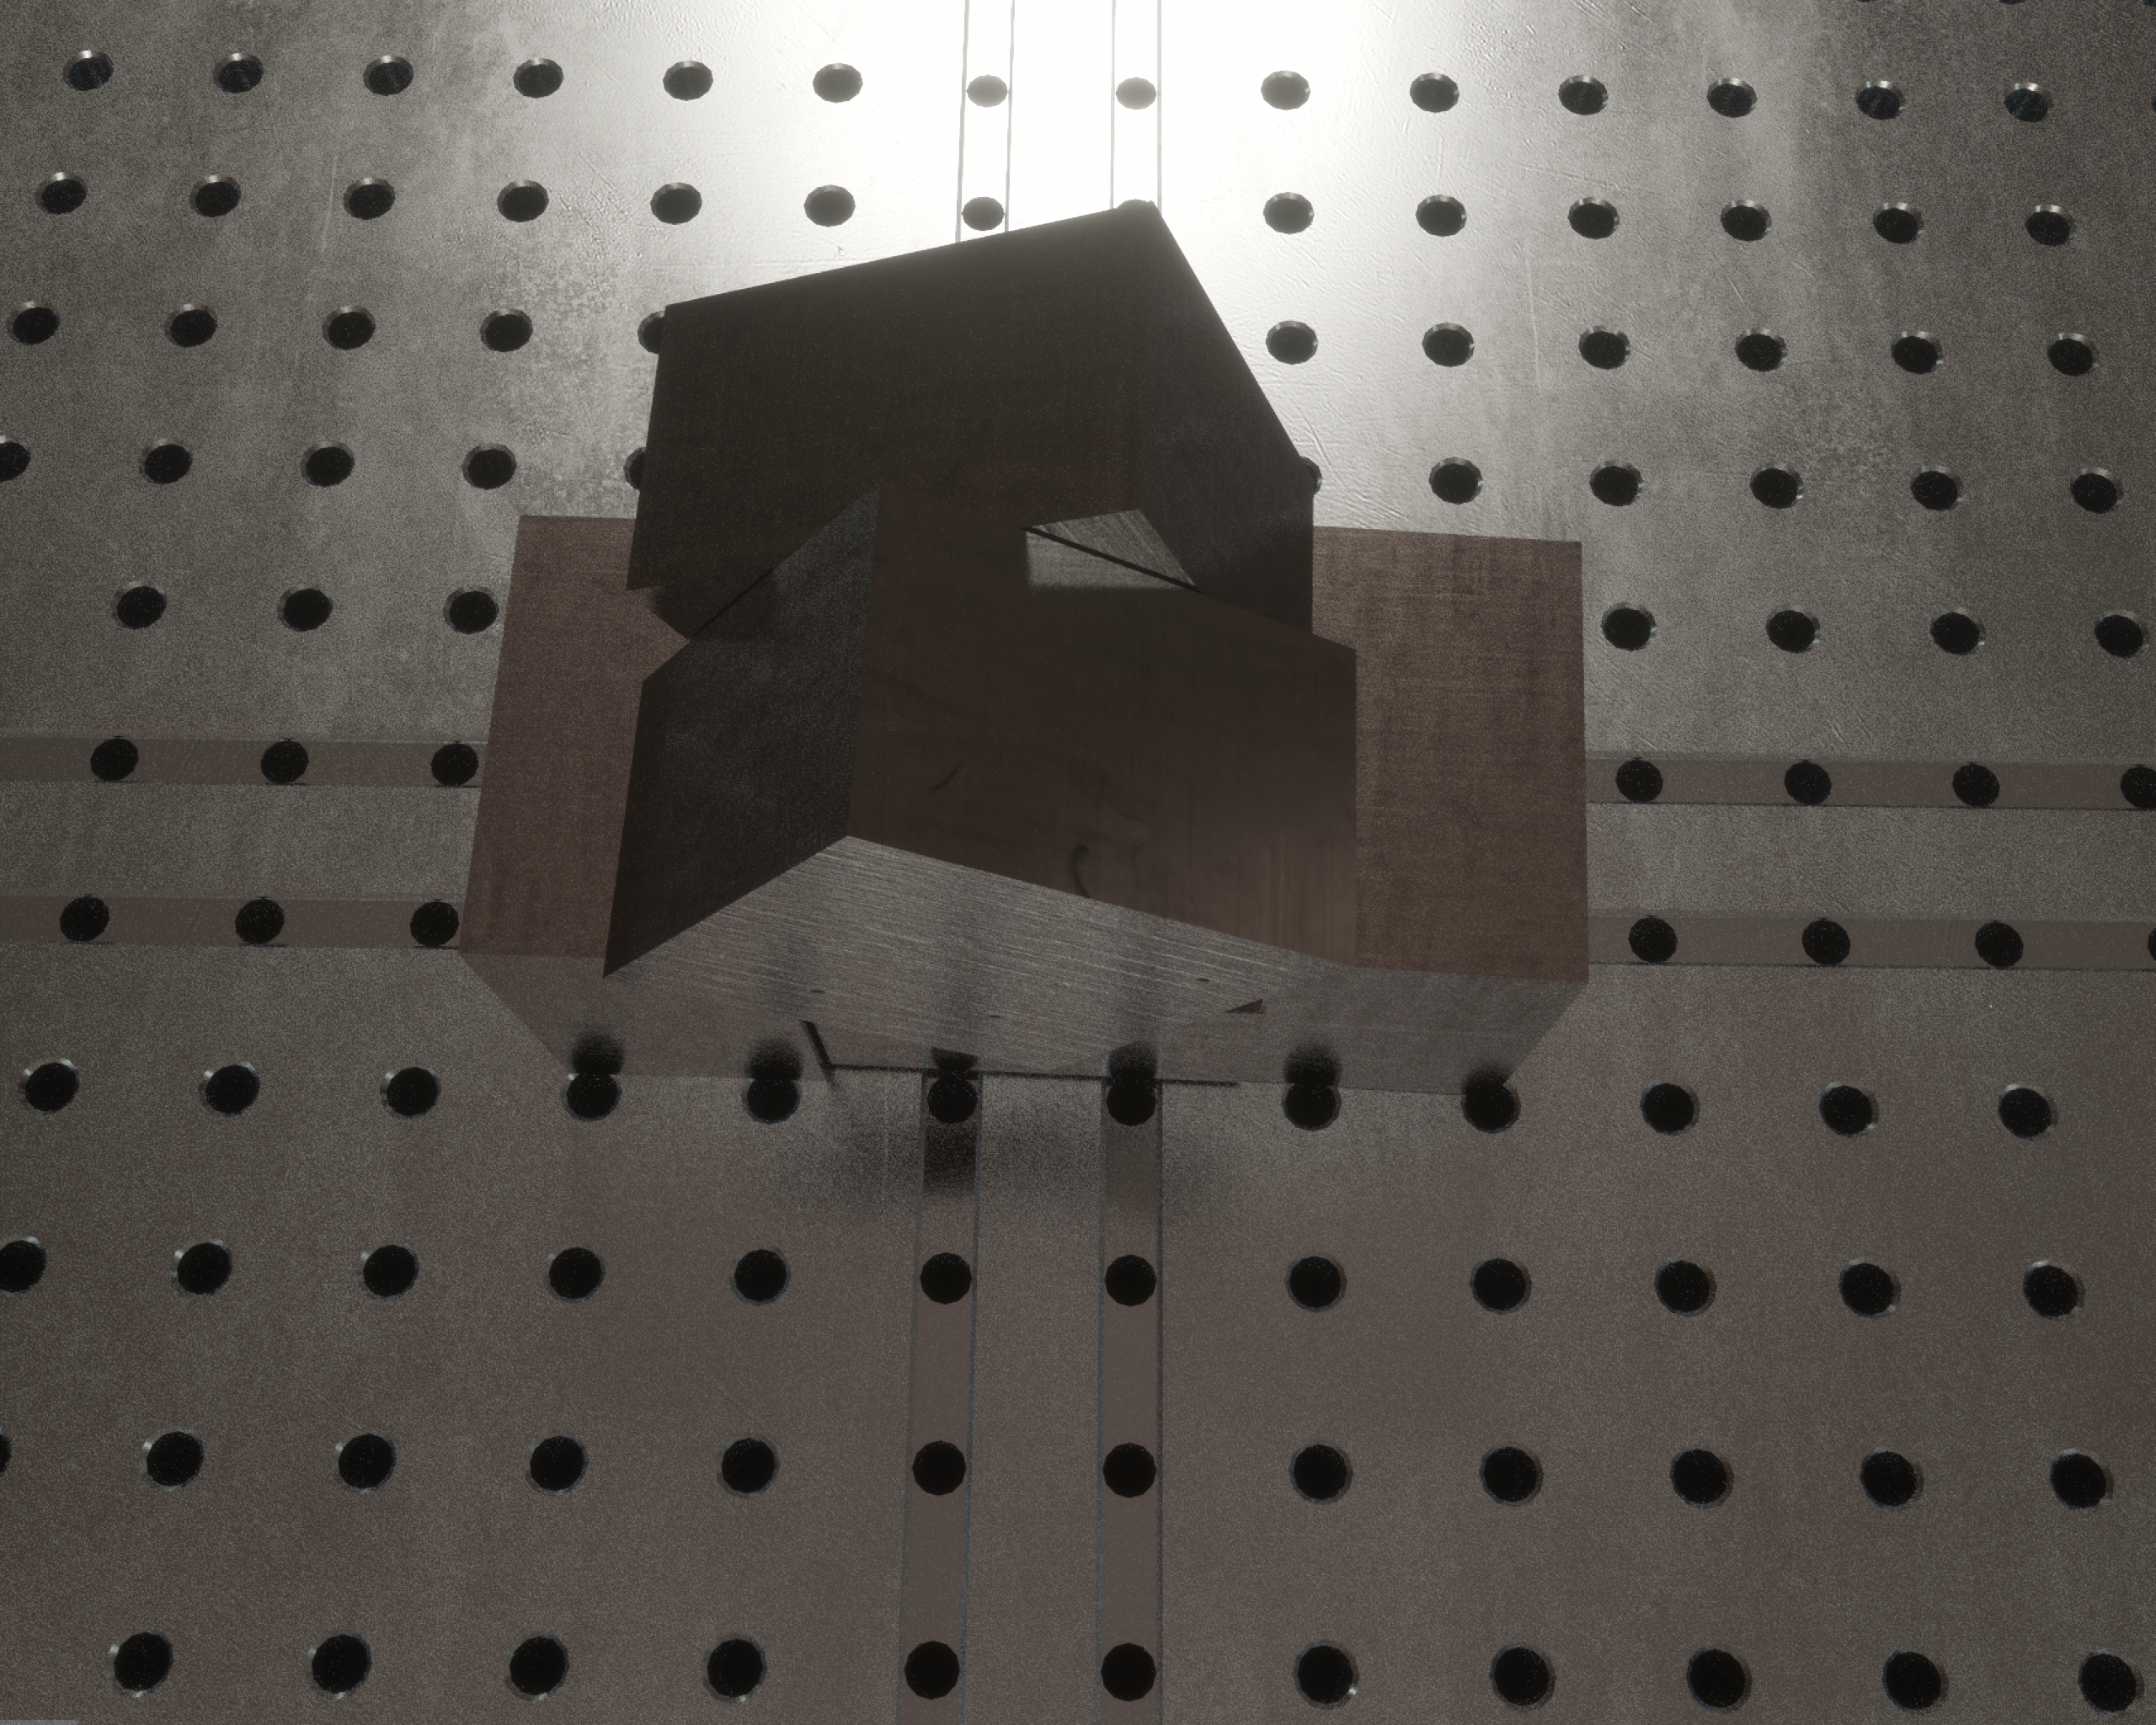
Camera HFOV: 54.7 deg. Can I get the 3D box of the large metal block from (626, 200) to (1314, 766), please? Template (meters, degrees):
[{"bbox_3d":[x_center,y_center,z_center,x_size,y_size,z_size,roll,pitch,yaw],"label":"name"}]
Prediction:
[{"bbox_3d":[-0.013,-0.053,0.334,0.080,0.080,0.050,-6,68,22],"label":"large metal block"}]

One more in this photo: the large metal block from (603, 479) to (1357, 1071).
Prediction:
[{"bbox_3d":[-0.015,-0.007,0.314,0.081,0.080,0.050,15,66,-30],"label":"large metal block"}]

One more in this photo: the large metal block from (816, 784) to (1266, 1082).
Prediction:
[{"bbox_3d":[-0.006,-0.005,0.398,0.081,0.050,0.080,3,70,0],"label":"large metal block"}]

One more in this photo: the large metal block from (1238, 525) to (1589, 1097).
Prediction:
[{"bbox_3d":[0.059,-0.006,0.385,0.050,0.080,0.080,4,70,1],"label":"large metal block"}]

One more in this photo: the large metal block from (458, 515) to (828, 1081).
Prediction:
[{"bbox_3d":[-0.073,-0.009,0.385,0.050,0.080,0.080,2,70,0],"label":"large metal block"}]
